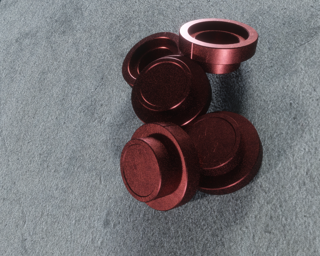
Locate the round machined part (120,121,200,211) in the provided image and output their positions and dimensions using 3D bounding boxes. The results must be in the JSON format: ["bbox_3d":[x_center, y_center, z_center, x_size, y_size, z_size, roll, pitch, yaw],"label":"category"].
[{"bbox_3d":[-0.007,0.043,0.338,0.098,0.042,0.097,8,101,47],"label":"round machined part"}]

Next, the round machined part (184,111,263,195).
[{"bbox_3d":[0.062,0.022,0.348,0.098,0.042,0.098,-13,56,20],"label":"round machined part"}]

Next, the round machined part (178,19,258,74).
[{"bbox_3d":[0.073,-0.104,0.401,0.099,0.042,0.098,0,39,0],"label":"round machined part"}]

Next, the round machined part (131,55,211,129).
[{"bbox_3d":[0.010,-0.045,0.373,0.098,0.042,0.098,-6,71,17],"label":"round machined part"}]

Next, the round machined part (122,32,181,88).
[{"bbox_3d":[-0.002,-0.087,0.448,0.098,0.042,0.098,-13,56,20],"label":"round machined part"}]
